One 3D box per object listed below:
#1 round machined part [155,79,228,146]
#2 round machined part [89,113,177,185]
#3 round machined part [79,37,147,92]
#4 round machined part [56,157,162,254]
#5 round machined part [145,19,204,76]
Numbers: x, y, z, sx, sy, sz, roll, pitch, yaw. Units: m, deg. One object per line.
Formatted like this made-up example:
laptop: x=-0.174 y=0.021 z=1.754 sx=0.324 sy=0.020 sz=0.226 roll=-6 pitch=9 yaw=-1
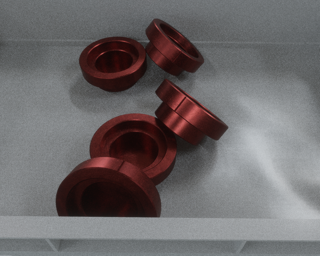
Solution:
round machined part: x=0.033 y=-0.015 z=0.384 sx=0.098 sy=0.098 sz=0.042 roll=44 pitch=102 yaw=30
round machined part: x=-0.030 y=0.032 z=0.367 sx=0.099 sy=0.042 sz=0.098 roll=0 pitch=50 yaw=0
round machined part: x=-0.068 y=-0.092 z=0.469 sx=0.099 sy=0.042 sz=0.098 roll=-1 pitch=51 yaw=2
round machined part: x=-0.047 y=0.071 z=0.305 sx=0.098 sy=0.097 sz=0.042 roll=10 pitch=23 yaw=8
round machined part: x=0.017 y=-0.117 z=0.471 sx=0.098 sy=0.042 sz=0.098 roll=33 pitch=27 yaw=-19
